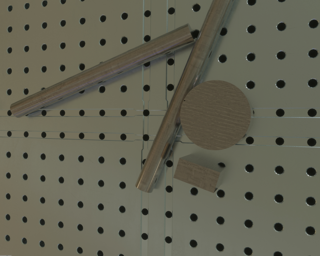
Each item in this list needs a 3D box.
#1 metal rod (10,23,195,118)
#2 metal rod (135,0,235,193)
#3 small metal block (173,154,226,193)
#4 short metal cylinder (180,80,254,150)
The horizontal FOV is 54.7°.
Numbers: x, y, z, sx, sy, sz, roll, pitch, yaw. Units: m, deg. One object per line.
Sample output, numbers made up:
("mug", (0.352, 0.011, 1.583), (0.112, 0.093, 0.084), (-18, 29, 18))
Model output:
("metal rod", (-0.094, -0.075, 0.445), (0.300, 0.025, 0.025), (-19, 84, 18))
("metal rod", (0.035, -0.055, 0.399), (0.025, 0.025, 0.298), (25, 98, 18))
("small metal block", (0.051, 0.054, 0.381), (0.050, 0.050, 0.025), (18, 96, 19))
("short metal cylinder", (0.070, -0.015, 0.374), (0.080, 0.050, 0.079), (0, 90, 20))
